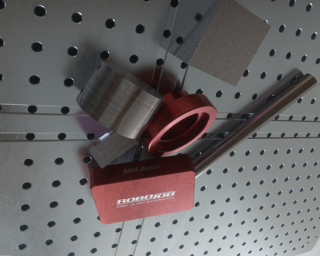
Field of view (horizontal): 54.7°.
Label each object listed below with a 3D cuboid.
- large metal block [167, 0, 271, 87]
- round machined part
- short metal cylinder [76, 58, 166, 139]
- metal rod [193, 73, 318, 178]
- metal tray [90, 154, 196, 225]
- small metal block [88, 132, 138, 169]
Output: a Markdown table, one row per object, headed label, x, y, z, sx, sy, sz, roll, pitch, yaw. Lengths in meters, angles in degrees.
| label | x | y | z | sx | sy | sz | roll | pitch | yaw |
| --- | --- | --- | --- | --- | --- | --- | --- | --- | --- |
| large metal block | 0.069 | -0.106 | 0.367 | 0.081 | 0.050 | 0.080 | 16 | 110 | -35 |
| round machined part | 0.018 | -0.010 | 0.388 | 0.099 | 0.042 | 0.098 | -27 | 155 | -14 |
| short metal cylinder | -0.041 | -0.032 | 0.333 | 0.080 | 0.080 | 0.050 | 26 | 104 | -37 |
| metal rod | 0.121 | 0.013 | 0.485 | 0.301 | 0.025 | 0.025 | -37 | 129 | -4 |
| metal tray | -0.021 | 0.084 | 0.418 | 0.131 | 0.030 | 0.089 | -8 | 133 | -6 |
| small metal block | -0.055 | 0.019 | 0.373 | 0.050 | 0.050 | 0.025 | -35 | 98 | -4 |
